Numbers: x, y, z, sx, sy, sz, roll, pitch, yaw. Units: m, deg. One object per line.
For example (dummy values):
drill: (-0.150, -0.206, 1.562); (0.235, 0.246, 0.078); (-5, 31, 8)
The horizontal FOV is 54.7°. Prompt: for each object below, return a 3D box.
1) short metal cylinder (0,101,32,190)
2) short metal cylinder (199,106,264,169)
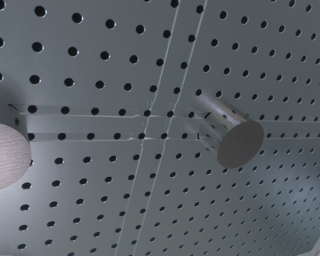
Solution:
short metal cylinder: (-0.175, 0.017, 0.310); (0.081, 0.050, 0.079); (-14, 124, -21)
short metal cylinder: (0.106, 0.013, 0.461); (0.081, 0.050, 0.079); (-14, 124, -21)
